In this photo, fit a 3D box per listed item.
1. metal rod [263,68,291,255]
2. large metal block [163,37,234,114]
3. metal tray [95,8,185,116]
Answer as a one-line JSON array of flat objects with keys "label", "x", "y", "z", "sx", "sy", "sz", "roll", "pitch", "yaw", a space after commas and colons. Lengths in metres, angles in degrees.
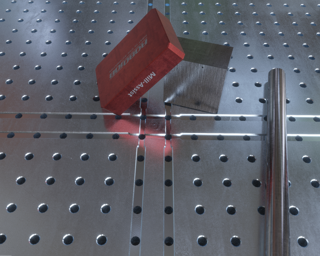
[{"label": "metal rod", "x": 0.145, "y": 0.029, "z": 0.385, "sx": 0.025, "sy": 0.025, "sz": 0.300, "roll": 11, "pitch": 51, "yaw": 8}, {"label": "large metal block", "x": 0.051, "y": -0.073, "z": 0.433, "sx": 0.080, "sy": 0.080, "sz": 0.050, "roll": 14, "pitch": 50, "yaw": 11}, {"label": "metal tray", "x": -0.033, "y": -0.089, "z": 0.426, "sx": 0.130, "sy": 0.030, "sz": 0.090, "roll": -39, "pitch": 47, "yaw": 25}]
